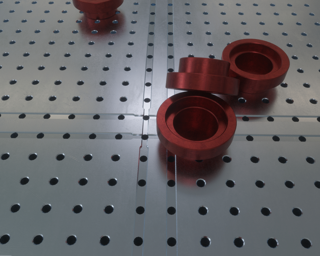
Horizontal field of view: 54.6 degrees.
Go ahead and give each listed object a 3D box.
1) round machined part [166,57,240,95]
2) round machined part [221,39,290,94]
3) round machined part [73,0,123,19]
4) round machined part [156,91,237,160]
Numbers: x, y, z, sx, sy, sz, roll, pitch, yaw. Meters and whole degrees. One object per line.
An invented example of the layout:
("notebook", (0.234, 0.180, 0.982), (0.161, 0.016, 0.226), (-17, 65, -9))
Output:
("round machined part", (0.059, -0.070, 0.420), (0.099, 0.042, 0.098), (6, 6, 0))
("round machined part", (0.141, -0.090, 0.473), (0.099, 0.042, 0.098), (0, 50, 0))
("round machined part", (-0.120, -0.249, 0.605), (0.099, 0.042, 0.098), (0, 50, 0))
("round machined part", (0.045, 0.001, 0.396), (0.099, 0.042, 0.098), (0, 50, 0))
